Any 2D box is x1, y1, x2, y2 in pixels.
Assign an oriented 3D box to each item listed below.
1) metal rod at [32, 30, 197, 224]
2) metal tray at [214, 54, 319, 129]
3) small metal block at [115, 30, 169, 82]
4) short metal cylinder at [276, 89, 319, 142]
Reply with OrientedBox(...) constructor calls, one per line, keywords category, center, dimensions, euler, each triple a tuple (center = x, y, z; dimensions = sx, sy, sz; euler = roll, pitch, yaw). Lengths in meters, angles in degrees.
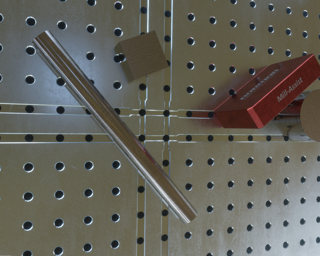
OrientedBox(category="metal rod", center=(-0.049, 0.008, 0.395), dimensions=(0.025, 0.025, 0.300), euler=(-42, 104, -15))
OrientedBox(category="metal tray", center=(0.149, -0.049, 0.434), dimensions=(0.131, 0.090, 0.030), euler=(-38, 103, -16))
OrientedBox(category="small metal block", center=(-0.023, -0.093, 0.405), dimensions=(0.050, 0.025, 0.050), euler=(-24, 99, -19))
OrientedBox(category="short metal cylinder", center=(0.233, -0.019, 0.488), dimensions=(0.081, 0.050, 0.079), euler=(0, 90, -21))
